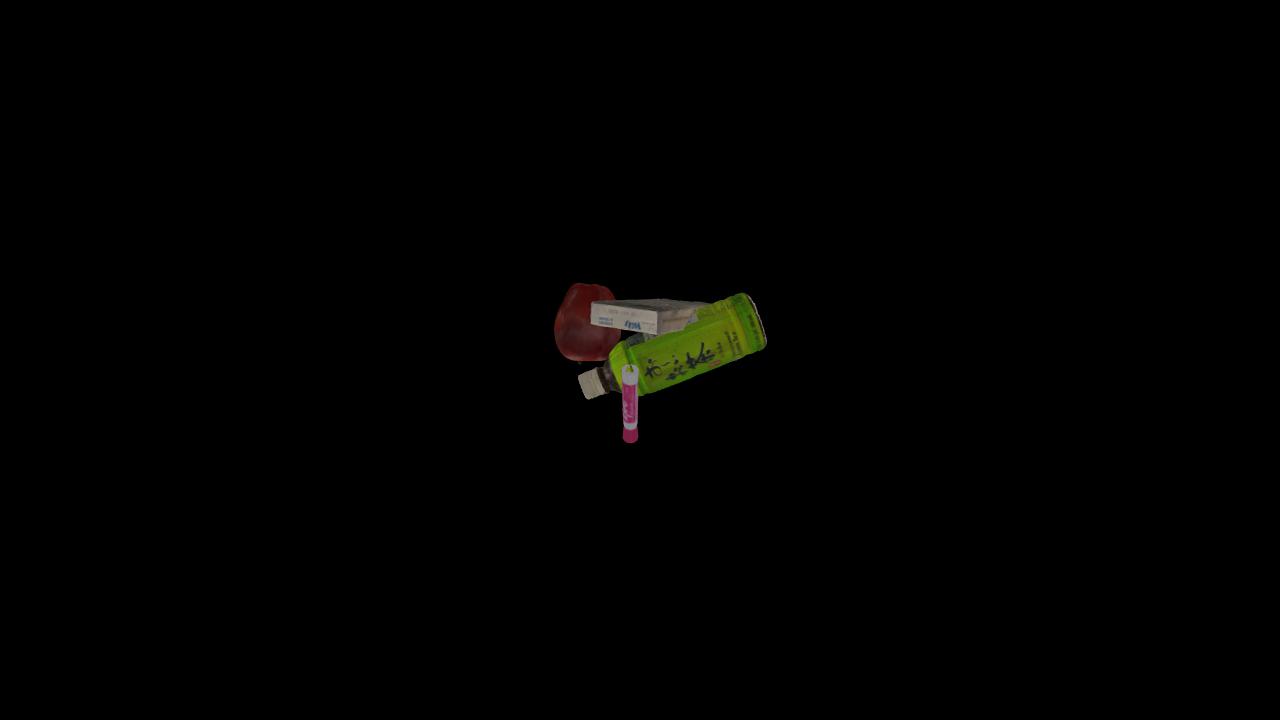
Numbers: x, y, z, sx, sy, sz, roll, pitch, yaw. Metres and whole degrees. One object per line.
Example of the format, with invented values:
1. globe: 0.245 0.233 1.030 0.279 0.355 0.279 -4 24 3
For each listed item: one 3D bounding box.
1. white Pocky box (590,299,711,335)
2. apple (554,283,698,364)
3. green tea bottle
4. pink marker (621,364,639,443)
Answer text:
1. white Pocky box: 0.020 -0.052 0.692 0.084 0.028 0.154 9 11 28
2. apple: -0.061 -0.040 0.700 0.079 0.093 0.079 6 9 -1
3. green tea bottle: 0.032 -0.008 0.694 0.212 0.073 0.073 -20 -2 4
4. pink marker: -0.011 0.053 0.700 0.020 0.121 0.020 0 44 0
